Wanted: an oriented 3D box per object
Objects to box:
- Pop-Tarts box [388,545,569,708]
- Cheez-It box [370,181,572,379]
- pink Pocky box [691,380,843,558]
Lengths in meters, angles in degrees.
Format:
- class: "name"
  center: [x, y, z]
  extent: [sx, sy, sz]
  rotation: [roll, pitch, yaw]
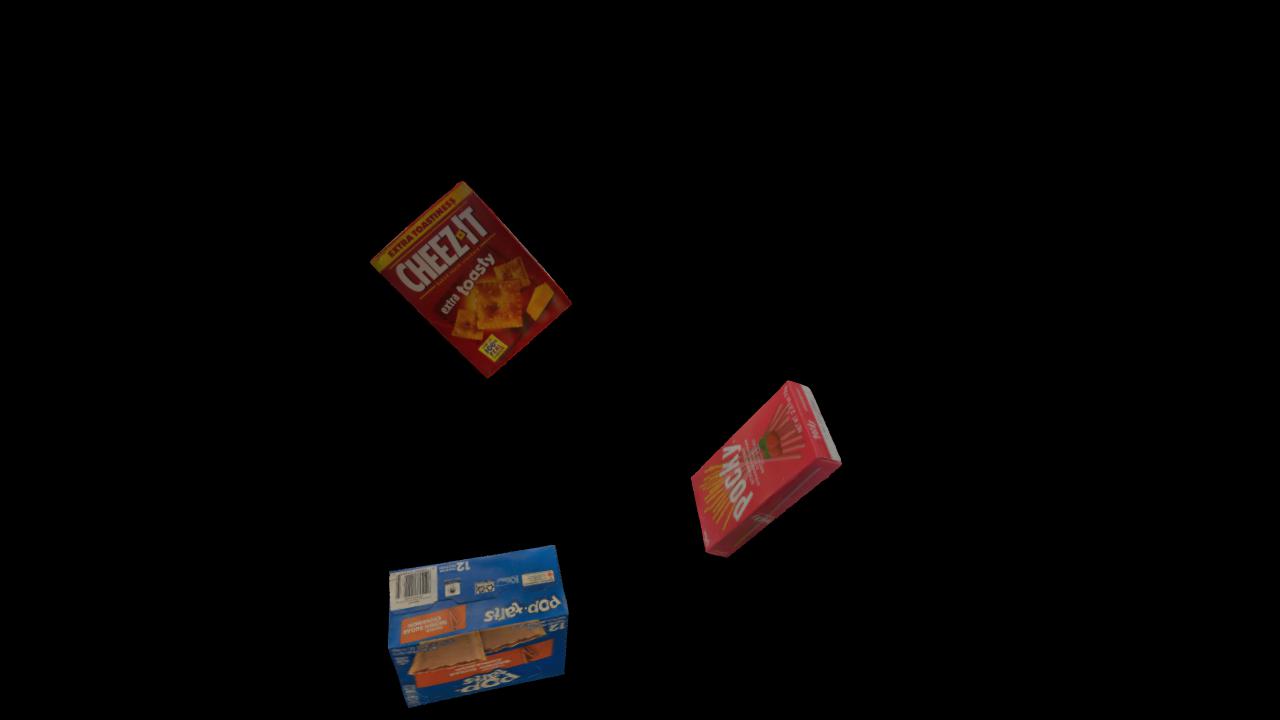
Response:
- class: "Pop-Tarts box"
  center: [-0.165, 0.278, 0.642]
  extent: [0.167, 0.141, 0.083]
  rotation: [-4, 42, -15]
- class: "Cheez-It box"
  center: [-0.229, -0.110, 0.859]
  extent: [0.166, 0.223, 0.071]
  rotation: [-42, 21, -2]
- class: "pink Pocky box"
  center: [0.103, 0.098, 0.540]
  extent: [0.029, 0.084, 0.155]
  rotation: [19, -52, -25]
